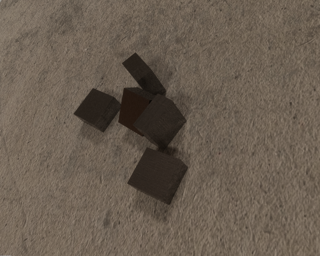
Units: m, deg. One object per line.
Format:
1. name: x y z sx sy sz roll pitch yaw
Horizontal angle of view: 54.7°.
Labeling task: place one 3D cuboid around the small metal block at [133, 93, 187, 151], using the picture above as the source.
1. small metal block: 0.001 -0.007 0.390 0.025 0.050 0.050 30 79 37

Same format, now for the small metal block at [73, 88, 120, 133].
1. small metal block: -0.094 -0.027 0.468 0.050 0.025 0.050 24 75 36

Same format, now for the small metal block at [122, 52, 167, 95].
1. small metal block: -0.022 -0.072 0.442 0.025 0.050 0.050 -39 51 2

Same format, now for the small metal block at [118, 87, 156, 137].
1. small metal block: -0.027 -0.023 0.414 0.050 0.025 0.050 29 116 37

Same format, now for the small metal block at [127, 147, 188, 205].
1. small metal block: -0.003 0.057 0.369 0.050 0.025 0.050 17 71 34
